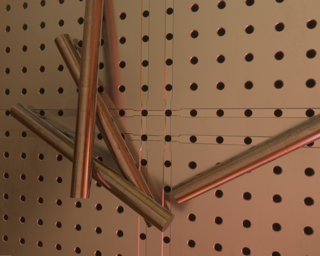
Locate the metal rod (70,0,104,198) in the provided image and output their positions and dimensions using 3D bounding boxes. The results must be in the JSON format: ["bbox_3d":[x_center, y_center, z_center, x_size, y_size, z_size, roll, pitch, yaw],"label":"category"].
[{"bbox_3d":[-0.096,-0.059,0.418,0.025,0.025,0.298,-2,79,19],"label":"metal rod"}]

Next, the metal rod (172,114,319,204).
[{"bbox_3d":[0.147,0.017,0.360,0.300,0.025,0.025,-30,81,17],"label":"metal rod"}]

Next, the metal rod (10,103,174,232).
[{"bbox_3d":[-0.108,0.043,0.432,0.300,0.025,0.025,31,100,23],"label":"metal rod"}]

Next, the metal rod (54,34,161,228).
[{"bbox_3d":[-0.075,-0.003,0.437,0.025,0.025,0.299,-31,80,17],"label":"metal rod"}]
